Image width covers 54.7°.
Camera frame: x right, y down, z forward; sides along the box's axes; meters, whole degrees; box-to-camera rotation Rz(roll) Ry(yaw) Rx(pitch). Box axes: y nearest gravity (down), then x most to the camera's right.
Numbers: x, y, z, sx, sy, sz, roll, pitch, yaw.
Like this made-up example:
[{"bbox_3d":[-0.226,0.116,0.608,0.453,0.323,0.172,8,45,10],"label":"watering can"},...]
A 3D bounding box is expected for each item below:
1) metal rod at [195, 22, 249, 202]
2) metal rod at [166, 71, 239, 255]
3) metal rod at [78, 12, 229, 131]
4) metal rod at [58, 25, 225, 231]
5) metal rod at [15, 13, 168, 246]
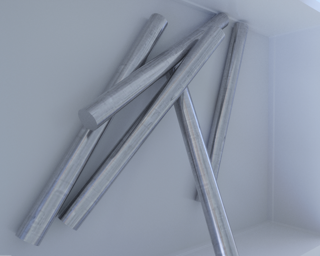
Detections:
[{"bbox_3d":[0.101,-0.030,0.494,0.025,0.025,0.299,24,75,-38],"label":"metal rod"},{"bbox_3d":[0.051,0.052,0.373,0.025,0.025,0.299,4,63,-40],"label":"metal rod"},{"bbox_3d":[0.014,-0.089,0.397,0.302,0.025,0.025,-44,117,-39],"label":"metal rod"},{"bbox_3d":[-0.011,-0.013,0.371,0.025,0.025,0.300,47,70,-30],"label":"metal rod"},{"bbox_3d":[-0.065,-0.016,0.353,0.025,0.025,0.300,41,65,-33],"label":"metal rod"}]
